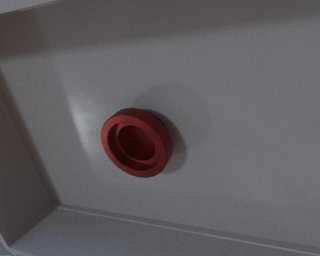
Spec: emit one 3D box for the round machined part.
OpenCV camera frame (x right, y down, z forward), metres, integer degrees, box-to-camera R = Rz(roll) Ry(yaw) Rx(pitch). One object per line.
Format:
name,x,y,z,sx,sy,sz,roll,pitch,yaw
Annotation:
round machined part,-0.027,0.016,0.423,0.098,0.042,0.097,13,124,21
